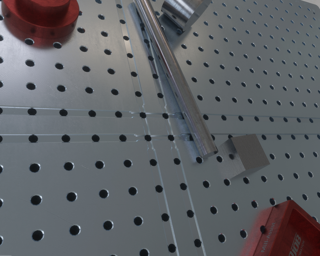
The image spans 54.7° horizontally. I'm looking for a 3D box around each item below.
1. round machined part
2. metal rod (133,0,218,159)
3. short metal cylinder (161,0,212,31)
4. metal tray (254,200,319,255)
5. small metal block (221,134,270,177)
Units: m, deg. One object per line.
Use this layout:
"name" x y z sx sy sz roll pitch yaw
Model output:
"round machined part" -0.158 -0.172 0.417 0.099 0.042 0.098 14 56 -21
"metal rod" 0.017 -0.094 0.473 0.025 0.025 0.299 -8 66 -32
"short metal cylinder" 0.048 -0.214 0.529 0.050 0.080 0.080 42 51 1
"metal tray" 0.171 0.169 0.393 0.090 0.030 0.131 42 51 1
"small metal block" 0.124 0.039 0.451 0.050 0.025 0.050 -7 65 -31
